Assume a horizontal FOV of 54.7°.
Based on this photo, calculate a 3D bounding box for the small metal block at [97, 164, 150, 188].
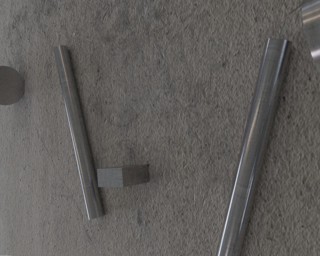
[{"bbox_3d":[-0.051,0.066,0.431,0.050,0.050,0.025,-8,85,39],"label":"small metal block"}]

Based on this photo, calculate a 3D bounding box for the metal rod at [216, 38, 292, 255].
[{"bbox_3d":[0.091,0.058,0.330,0.025,0.025,0.298,18,101,38],"label":"metal rod"}]

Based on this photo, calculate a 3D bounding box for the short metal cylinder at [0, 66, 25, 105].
[{"bbox_3d":[-0.334,-0.088,0.644,0.050,0.081,0.079,6,94,40],"label":"short metal cylinder"}]

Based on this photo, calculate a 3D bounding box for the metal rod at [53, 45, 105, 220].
[{"bbox_3d":[-0.138,0.000,0.518,0.025,0.025,0.299,-25,75,37],"label":"metal rod"}]

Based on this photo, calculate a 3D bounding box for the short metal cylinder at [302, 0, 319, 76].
[{"bbox_3d":[0.152,-0.075,0.244,0.050,0.081,0.080,-15,81,39],"label":"short metal cylinder"}]
